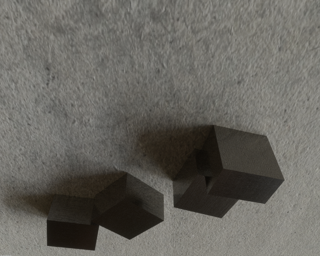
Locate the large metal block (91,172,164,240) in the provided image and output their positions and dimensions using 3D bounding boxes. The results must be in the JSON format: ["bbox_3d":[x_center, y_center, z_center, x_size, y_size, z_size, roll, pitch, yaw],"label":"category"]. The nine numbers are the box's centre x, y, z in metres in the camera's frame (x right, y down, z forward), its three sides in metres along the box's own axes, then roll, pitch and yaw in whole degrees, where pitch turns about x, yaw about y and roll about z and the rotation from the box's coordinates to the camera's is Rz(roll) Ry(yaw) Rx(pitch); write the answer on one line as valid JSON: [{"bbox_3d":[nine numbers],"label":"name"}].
[{"bbox_3d":[-0.051,0.128,0.499,0.080,0.050,0.080,-37,121,27],"label":"large metal block"}]

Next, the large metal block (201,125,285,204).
[{"bbox_3d":[0.105,0.048,0.413,0.081,0.080,0.050,12,129,-10],"label":"large metal block"}]

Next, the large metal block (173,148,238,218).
[{"bbox_3d":[0.073,0.084,0.464,0.081,0.050,0.079,17,128,-14],"label":"large metal block"}]

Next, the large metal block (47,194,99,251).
[{"bbox_3d":[-0.144,0.161,0.526,0.081,0.050,0.079,9,130,-9],"label":"large metal block"}]
